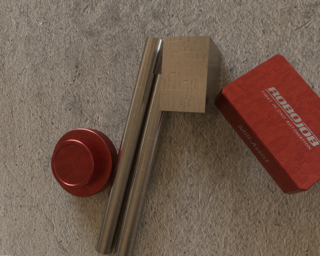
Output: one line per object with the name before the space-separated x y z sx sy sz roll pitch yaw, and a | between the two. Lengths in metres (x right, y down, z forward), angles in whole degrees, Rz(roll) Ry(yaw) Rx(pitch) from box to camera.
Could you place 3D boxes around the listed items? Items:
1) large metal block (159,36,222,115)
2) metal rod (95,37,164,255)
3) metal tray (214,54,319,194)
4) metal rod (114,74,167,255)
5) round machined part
large metal block | 0.039 -0.057 0.366 0.050 0.080 0.079 4 91 20
metal rod | -0.042 0.027 0.422 0.025 0.025 0.298 16 95 19
metal tray | 0.134 -0.007 0.335 0.091 0.030 0.130 -32 78 -17
metal rod | -0.027 0.077 0.417 0.025 0.025 0.298 15 95 19
round machined part | -0.113 0.050 0.438 0.098 0.042 0.097 0 90 19
